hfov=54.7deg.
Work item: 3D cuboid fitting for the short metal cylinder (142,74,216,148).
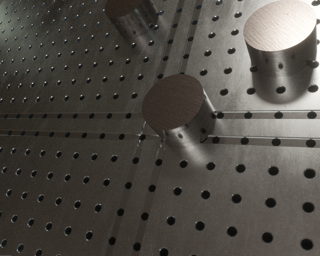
[{"bbox_3d":[0.024,-0.021,0.391,0.080,0.050,0.080,-13,56,20],"label":"short metal cylinder"}]

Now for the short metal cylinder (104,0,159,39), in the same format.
[{"bbox_3d":[-0.049,-0.204,0.541,0.080,0.050,0.080,-13,56,20],"label":"short metal cylinder"}]

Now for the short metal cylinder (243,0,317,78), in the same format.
[{"bbox_3d":[0.148,-0.109,0.381,0.080,0.050,0.080,-13,56,21],"label":"short metal cylinder"}]
